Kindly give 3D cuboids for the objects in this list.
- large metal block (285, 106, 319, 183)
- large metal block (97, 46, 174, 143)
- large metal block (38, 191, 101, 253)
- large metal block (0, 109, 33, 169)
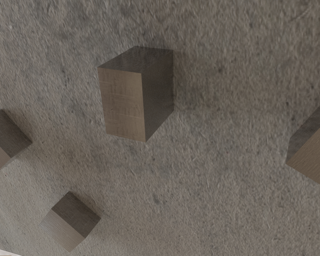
[{"bbox_3d":[0.185,0.017,0.304,0.080,0.050,0.079,32,128,7],"label":"large metal block"},{"bbox_3d":[-0.023,-0.042,0.356,0.050,0.080,0.079,12,123,21],"label":"large metal block"},{"bbox_3d":[-0.173,0.179,0.590,0.080,0.050,0.080,42,129,-1],"label":"large metal block"},{"bbox_3d":[-0.291,0.025,0.556,0.080,0.050,0.080,-33,101,38],"label":"large metal block"}]
